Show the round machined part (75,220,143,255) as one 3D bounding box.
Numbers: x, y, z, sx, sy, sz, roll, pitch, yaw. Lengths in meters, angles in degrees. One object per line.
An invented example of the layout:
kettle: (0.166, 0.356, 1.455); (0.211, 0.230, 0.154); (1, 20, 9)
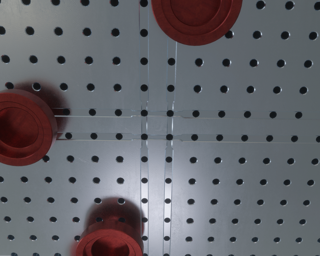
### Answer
round machined part: (-0.074, 0.180, 0.470); (0.099, 0.042, 0.097); (0, 110, 0)

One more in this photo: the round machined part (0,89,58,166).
round machined part: (-0.182, -0.003, 0.402); (0.099, 0.042, 0.097); (0, 110, 0)

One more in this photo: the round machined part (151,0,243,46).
round machined part: (0.040, -0.145, 0.351); (0.099, 0.042, 0.097); (0, 110, 0)
